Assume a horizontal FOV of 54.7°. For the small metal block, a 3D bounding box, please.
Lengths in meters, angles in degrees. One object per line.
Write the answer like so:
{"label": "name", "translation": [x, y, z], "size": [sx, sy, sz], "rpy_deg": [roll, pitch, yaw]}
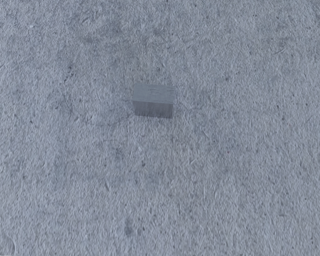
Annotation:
{"label": "small metal block", "translation": [-0.008, -0.035, 0.408], "size": [0.050, 0.050, 0.025], "rpy_deg": [5, 70, 1]}
